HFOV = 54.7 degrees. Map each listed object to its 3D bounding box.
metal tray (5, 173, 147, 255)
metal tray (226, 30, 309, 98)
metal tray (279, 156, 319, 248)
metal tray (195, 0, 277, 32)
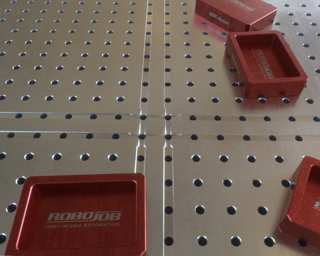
[{"bbox_3d":[-0.080,0.095,0.323,0.131,0.030,0.090,-2,50,-2],"label":"metal tray"},{"bbox_3d":[0.165,-0.105,0.494,0.091,0.030,0.130,-4,50,-4],"label":"metal tray"},{"bbox_3d":[0.205,0.094,0.328,0.130,0.030,0.090,23,53,17],"label":"metal tray"},{"bbox_3d":[0.144,-0.228,0.598,0.091,0.030,0.130,-34,58,-26],"label":"metal tray"}]
